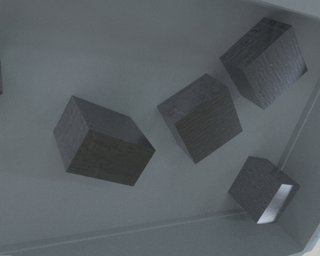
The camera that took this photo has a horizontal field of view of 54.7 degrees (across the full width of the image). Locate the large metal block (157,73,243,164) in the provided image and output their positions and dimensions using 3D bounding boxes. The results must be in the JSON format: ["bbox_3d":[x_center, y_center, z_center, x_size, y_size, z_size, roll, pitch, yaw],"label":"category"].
[{"bbox_3d":[0.055,-0.012,0.415,0.080,0.050,0.080,-34,129,-6],"label":"large metal block"}]

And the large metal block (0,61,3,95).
[{"bbox_3d":[-0.181,-0.037,0.251,0.080,0.080,0.050,-38,129,-3],"label":"large metal block"}]

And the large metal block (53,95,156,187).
[{"bbox_3d":[-0.064,0.014,0.347,0.080,0.080,0.050,21,107,-36],"label":"large metal block"}]

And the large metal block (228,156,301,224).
[{"bbox_3d":[0.177,0.106,0.535,0.050,0.080,0.079,12,112,-33],"label":"large metal block"}]

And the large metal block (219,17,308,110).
[{"bbox_3d":[0.140,-0.085,0.416,0.080,0.050,0.080,-43,130,1],"label":"large metal block"}]
